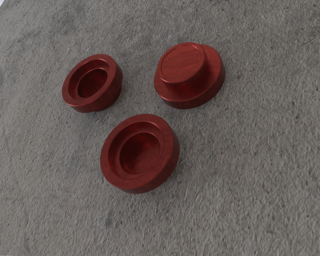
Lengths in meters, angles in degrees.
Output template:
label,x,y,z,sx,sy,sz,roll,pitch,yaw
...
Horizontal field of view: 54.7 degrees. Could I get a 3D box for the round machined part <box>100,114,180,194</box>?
label,x,y,z,sx,sy,sz,roll,pitch,yaw
round machined part,-0.021,0.034,0.383,0.098,0.042,0.098,-13,56,21

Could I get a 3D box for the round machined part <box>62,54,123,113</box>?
label,x,y,z,sx,sy,sz,roll,pitch,yaw
round machined part,-0.100,-0.065,0.486,0.098,0.042,0.098,-13,56,21

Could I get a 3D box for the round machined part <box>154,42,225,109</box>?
label,x,y,z,sx,sy,sz,roll,pitch,yaw
round machined part,0.035,-0.078,0.422,0.098,0.042,0.098,-13,56,21
